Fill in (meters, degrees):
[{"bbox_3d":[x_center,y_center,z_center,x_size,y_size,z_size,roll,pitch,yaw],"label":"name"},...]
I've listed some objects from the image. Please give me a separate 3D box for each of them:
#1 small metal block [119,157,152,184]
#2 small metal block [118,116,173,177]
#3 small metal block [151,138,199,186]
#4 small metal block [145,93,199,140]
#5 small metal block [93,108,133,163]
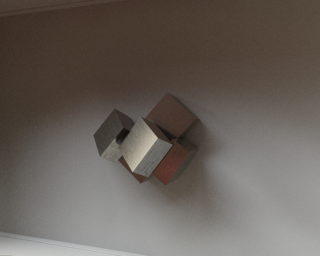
[{"bbox_3d":[-0.022,0.037,0.416,0.050,0.025,0.050,44,103,14],"label":"small metal block"},{"bbox_3d":[-0.019,0.022,0.375,0.050,0.025,0.050,-54,41,12],"label":"small metal block"},{"bbox_3d":[0.019,0.040,0.388,0.025,0.050,0.050,37,102,16],"label":"small metal block"},{"bbox_3d":[0.014,-0.010,0.403,0.050,0.025,0.050,44,103,14],"label":"small metal block"},{"bbox_3d":[-0.060,0.010,0.416,0.050,0.025,0.050,-49,37,13],"label":"small metal block"}]
